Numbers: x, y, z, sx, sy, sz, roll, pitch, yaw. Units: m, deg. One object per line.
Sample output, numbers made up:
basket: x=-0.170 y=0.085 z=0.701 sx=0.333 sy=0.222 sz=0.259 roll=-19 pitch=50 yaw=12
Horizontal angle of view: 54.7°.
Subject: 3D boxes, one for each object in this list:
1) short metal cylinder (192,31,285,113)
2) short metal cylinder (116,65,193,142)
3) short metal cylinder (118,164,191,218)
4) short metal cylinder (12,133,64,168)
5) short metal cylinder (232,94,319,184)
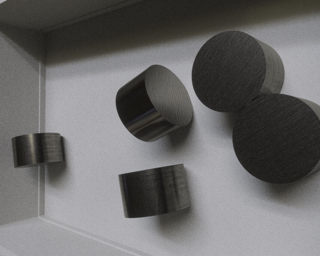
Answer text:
short metal cylinder: x=0.081 y=-0.055 z=0.323 sx=0.080 sy=0.050 sz=0.079 roll=0 pitch=90 yaw=39
short metal cylinder: x=-0.006 y=-0.029 z=0.374 sx=0.050 sy=0.081 sz=0.080 roll=-29 pitch=72 yaw=36
short metal cylinder: x=-0.007 y=0.075 z=0.375 sx=0.080 sy=0.081 sz=0.050 roll=-16 pitch=80 yaw=38
short metal cylinder: x=-0.214 y=0.040 z=0.544 sx=0.080 sy=0.081 sz=0.050 roll=-14 pitch=81 yaw=39
short metal cylinder: x=0.117 y=0.009 z=0.293 sx=0.080 sy=0.050 sz=0.079 roll=0 pitch=90 yaw=39
